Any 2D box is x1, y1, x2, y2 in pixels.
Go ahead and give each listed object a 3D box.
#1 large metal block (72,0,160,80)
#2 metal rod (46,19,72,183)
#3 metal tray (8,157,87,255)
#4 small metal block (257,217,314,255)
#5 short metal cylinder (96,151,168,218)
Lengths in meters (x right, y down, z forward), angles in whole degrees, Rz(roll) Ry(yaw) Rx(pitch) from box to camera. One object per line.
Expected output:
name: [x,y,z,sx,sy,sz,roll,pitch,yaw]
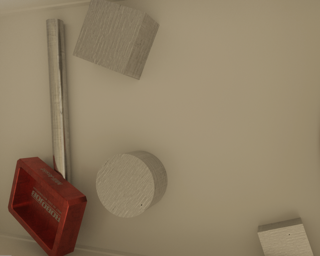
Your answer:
large metal block: [-0.058,-0.119,0.417,0.080,0.050,0.080,23,98,18]
metal rod: [-0.149,-0.011,0.461,0.025,0.025,0.298,-4,89,19]
metal tray: [-0.164,0.108,0.438,0.130,0.030,0.089,27,107,34]
small metal block: [0.146,0.137,0.359,0.050,0.025,0.050,-19,84,18]
short metal cylinder: [-0.036,0.072,0.409,0.080,0.050,0.079,0,90,19]
